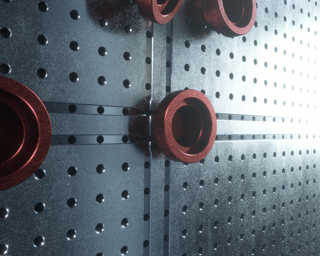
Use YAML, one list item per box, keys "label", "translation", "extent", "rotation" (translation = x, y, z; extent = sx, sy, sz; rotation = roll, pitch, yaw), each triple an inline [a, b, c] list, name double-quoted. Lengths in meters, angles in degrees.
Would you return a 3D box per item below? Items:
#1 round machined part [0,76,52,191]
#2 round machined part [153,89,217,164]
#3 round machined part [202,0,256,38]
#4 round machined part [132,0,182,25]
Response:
- label: "round machined part"
  translation: [-0.151, 0.004, 0.271]
  extent: [0.099, 0.042, 0.097]
  rotation: [0, 90, -40]
- label: "round machined part"
  translation: [0.030, -0.002, 0.422]
  extent: [0.099, 0.042, 0.097]
  rotation: [0, 90, -40]
- label: "round machined part"
  translation: [0.104, -0.190, 0.484]
  extent: [0.099, 0.042, 0.097]
  rotation: [0, 90, -40]
- label: "round machined part"
  translation: [-0.003, -0.180, 0.373]
  extent: [0.098, 0.042, 0.098]
  rotation: [-55, 160, -31]
